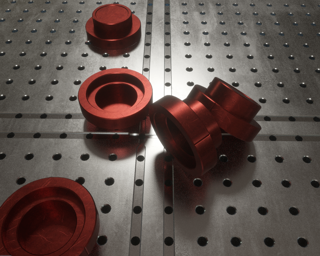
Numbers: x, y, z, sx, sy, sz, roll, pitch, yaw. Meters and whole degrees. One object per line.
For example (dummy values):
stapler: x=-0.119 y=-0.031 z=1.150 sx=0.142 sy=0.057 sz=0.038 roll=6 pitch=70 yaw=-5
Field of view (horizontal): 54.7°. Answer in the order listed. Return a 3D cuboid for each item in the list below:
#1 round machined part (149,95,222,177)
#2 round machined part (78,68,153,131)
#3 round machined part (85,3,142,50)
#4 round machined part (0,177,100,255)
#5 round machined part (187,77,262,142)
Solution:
round machined part: x=0.033 y=0.004 z=0.355 sx=0.042 sy=0.098 sz=0.098 roll=-33 pitch=58 yaw=-17
round machined part: x=-0.059 y=-0.035 z=0.425 sx=0.099 sy=0.042 sz=0.098 roll=0 pitch=50 yaw=0
round machined part: x=-0.083 y=-0.185 z=0.551 sx=0.099 sy=0.042 sz=0.098 roll=0 pitch=50 yaw=0
round machined part: x=-0.110 y=0.102 z=0.310 sx=0.099 sy=0.042 sz=0.098 roll=0 pitch=50 yaw=0
round machined part: x=0.086 y=-0.028 z=0.386 sx=0.098 sy=0.042 sz=0.098 roll=30 pitch=17 yaw=-10
